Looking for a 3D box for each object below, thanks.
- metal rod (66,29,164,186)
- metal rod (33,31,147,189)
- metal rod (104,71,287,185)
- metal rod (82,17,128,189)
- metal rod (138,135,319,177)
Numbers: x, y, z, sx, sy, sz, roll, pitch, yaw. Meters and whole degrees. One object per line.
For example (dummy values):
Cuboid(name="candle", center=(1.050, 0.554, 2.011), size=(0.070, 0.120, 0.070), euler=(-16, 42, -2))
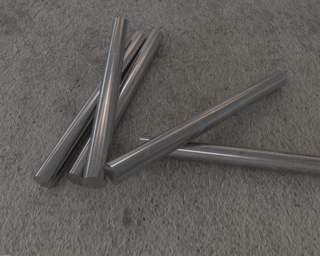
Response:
Cuboid(name="metal rod", center=(-0.050, -0.051, 0.445), size=(0.025, 0.025, 0.300), euler=(14, 51, 11))
Cuboid(name="metal rod", center=(-0.083, -0.047, 0.441), size=(0.025, 0.025, 0.301), euler=(15, 51, 12))
Cuboid(name="metal rod", center=(0.065, -0.014, 0.390), size=(0.302, 0.025, 0.025), euler=(-28, 55, -31))
Cuboid(name="metal rod", center=(-0.067, -0.058, 0.417), size=(0.025, 0.025, 0.300), euler=(1, 50, 0))
Cuboid(name="metal rod", center=(0.125, 0.038, 0.371), size=(0.302, 0.025, 0.025), euler=(6, 50, 5))
